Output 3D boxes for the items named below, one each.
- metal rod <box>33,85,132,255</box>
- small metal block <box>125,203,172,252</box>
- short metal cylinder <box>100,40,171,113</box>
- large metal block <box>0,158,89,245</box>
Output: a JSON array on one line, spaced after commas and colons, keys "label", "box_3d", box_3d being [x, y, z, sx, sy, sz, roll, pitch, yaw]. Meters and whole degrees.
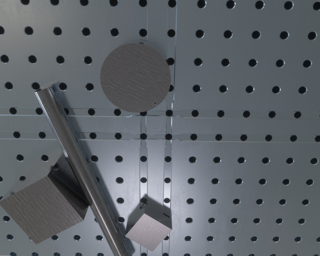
[{"label": "metal rod", "box_3d": [-0.100, 0.082, 0.442, 0.025, 0.025, 0.298, -18, 109, 6]}, {"label": "small metal block", "box_3d": [-0.017, 0.151, 0.469, 0.050, 0.025, 0.050, 34, 106, -12]}, {"label": "short metal cylinder", "box_3d": [-0.028, -0.064, 0.376, 0.081, 0.050, 0.079, 0, 110, 0]}, {"label": "large metal block", "box_3d": [-0.158, 0.103, 0.437, 0.080, 0.050, 0.080, -29, 108, 10]}]
